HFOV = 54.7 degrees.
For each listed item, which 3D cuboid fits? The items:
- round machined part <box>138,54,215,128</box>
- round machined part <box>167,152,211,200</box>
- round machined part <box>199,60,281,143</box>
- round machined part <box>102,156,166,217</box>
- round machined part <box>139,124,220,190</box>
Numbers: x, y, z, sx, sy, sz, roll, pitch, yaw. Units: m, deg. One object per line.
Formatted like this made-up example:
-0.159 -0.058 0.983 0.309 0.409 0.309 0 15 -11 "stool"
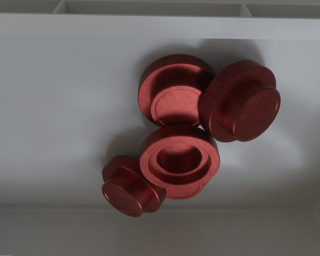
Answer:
0.023 -0.034 0.367 0.099 0.042 0.097 -1 130 0 "round machined part"
0.028 0.069 0.455 0.099 0.042 0.097 -1 130 0 "round machined part"
0.096 -0.023 0.349 0.099 0.042 0.097 -20 132 -24 "round machined part"
-0.044 0.089 0.444 0.098 0.042 0.097 21 138 21 "round machined part"
0.024 0.032 0.395 0.099 0.042 0.097 -1 130 0 "round machined part"
